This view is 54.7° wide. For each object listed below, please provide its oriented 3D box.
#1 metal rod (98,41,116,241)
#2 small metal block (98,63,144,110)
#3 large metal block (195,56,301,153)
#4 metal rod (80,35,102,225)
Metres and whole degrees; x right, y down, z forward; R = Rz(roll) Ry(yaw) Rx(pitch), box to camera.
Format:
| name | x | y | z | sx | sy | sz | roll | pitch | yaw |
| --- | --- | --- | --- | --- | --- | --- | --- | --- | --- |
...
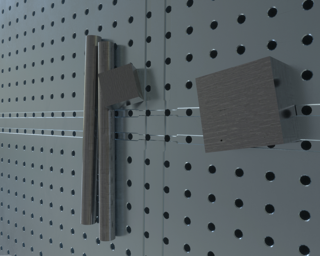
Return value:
| name | x | y | z | sx | sy | sz | roll | pitch | yaw |
| --- | --- | --- | --- | --- | --- | --- | --- | --- | --- |
| metal rod | -0.082 | 0.019 | 0.473 | 0.025 | 0.025 | 0.298 | -1 | 90 | 39 |
| small metal block | -0.055 | -0.058 | 0.440 | 0.050 | 0.025 | 0.050 | -16 | 79 | 11 |
| large metal block | 0.089 | -0.020 | 0.319 | 0.080 | 0.050 | 0.080 | -11 | 83 | 39 |
| metal rod | -0.111 | 0.004 | 0.497 | 0.025 | 0.025 | 0.298 | 3 | 92 | 39 |
